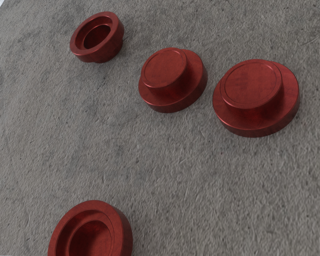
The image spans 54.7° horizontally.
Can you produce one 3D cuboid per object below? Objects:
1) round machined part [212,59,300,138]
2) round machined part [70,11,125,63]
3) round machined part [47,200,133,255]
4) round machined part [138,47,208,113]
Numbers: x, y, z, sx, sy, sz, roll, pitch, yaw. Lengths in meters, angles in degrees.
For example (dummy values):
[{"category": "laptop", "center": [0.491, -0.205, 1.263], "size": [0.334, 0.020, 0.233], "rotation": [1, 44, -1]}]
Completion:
[{"category": "round machined part", "center": [0.109, -0.041, 0.361], "size": [0.098, 0.042, 0.098], "rotation": [-13, 56, 21]}, {"category": "round machined part", "center": [-0.104, -0.153, 0.542], "size": [0.098, 0.042, 0.098], "rotation": [-13, 56, 21]}, {"category": "round machined part", "center": [-0.073, 0.135, 0.349], "size": [0.098, 0.042, 0.098], "rotation": [-13, 56, 21]}, {"category": "round machined part", "center": [0.013, -0.073, 0.431], "size": [0.098, 0.042, 0.098], "rotation": [-13, 56, 21]}]
